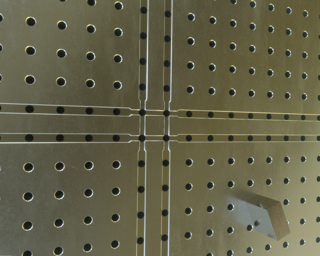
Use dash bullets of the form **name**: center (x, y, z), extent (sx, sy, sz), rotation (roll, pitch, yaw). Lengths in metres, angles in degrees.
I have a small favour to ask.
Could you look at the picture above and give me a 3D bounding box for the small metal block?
- **small metal block**: center (0.160, 0.132, 0.460), extent (0.025, 0.050, 0.050), rotation (-24, 98, -19)
